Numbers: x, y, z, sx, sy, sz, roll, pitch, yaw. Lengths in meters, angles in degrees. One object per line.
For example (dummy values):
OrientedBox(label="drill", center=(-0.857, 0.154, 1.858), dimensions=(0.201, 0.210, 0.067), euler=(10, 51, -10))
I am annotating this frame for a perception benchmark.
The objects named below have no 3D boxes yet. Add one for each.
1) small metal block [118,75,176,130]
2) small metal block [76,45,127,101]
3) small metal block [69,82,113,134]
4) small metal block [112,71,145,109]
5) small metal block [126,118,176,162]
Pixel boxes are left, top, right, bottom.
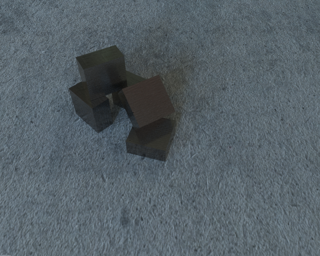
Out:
OrientedBox(label="small metal block", center=(-0.017, -0.031, 0.383), dimensions=(0.050, 0.025, 0.050), euler=(-25, 92, -20))
OrientedBox(label="small metal block", center=(-0.070, -0.067, 0.379), dimensions=(0.050, 0.050, 0.025), euler=(-23, 54, -19))
OrientedBox(label="small metal block", center=(-0.091, -0.028, 0.411), dimensions=(0.050, 0.050, 0.025), euler=(38, 59, 27))
OrientedBox(label="small metal block", center=(-0.039, -0.048, 0.429), dimensions=(0.050, 0.050, 0.025), euler=(26, 55, 19))
OrientedBox(label="small metal block", center=(-0.011, 0.011, 0.395), dimensions=(0.050, 0.025, 0.050), euler=(13, 51, 10))
